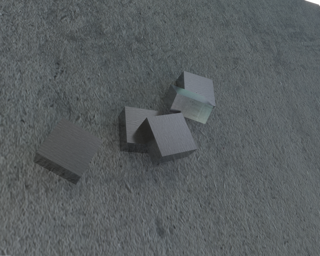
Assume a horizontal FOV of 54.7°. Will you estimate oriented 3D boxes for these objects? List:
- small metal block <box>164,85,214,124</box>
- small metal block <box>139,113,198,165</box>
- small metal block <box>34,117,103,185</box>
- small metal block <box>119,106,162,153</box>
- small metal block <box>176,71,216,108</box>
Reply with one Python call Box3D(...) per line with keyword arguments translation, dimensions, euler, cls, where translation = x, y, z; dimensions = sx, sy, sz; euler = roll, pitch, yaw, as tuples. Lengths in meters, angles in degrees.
Box3D(translation=(0.036, -0.032, 0.409), dimensions=(0.050, 0.025, 0.050), euler=(18, 17, -14), cls="small metal block")
Box3D(translation=(0.009, 0.012, 0.370), dimensions=(0.050, 0.025, 0.050), euler=(-9, 67, -32), cls="small metal block")
Box3D(translation=(-0.098, 0.025, 0.335), dimensions=(0.050, 0.025, 0.050), euler=(31, 52, -8), cls="small metal block")
Box3D(translation=(-0.023, 0.003, 0.389), dimensions=(0.050, 0.025, 0.050), euler=(7, 59, -24), cls="small metal block")
Box3D(translation=(0.053, -0.052, 0.464), dimensions=(0.050, 0.025, 0.050), euler=(13, 56, -21), cls="small metal block")
